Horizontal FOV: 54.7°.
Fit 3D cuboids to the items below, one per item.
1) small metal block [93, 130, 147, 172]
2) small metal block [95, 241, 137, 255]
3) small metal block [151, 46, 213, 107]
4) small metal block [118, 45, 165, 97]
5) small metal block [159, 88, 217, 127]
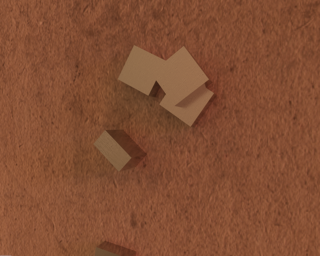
[{"bbox_3d":[-0.052,0.029,0.413,0.050,0.050,0.025,45,104,14],"label":"small metal block"},{"bbox_3d":[-0.065,0.193,0.431,0.050,0.025,0.050,11,94,19],"label":"small metal block"},{"bbox_3d":[0.026,-0.061,0.373,0.050,0.025,0.050,-37,78,15],"label":"small metal block"},{"bbox_3d":[-0.020,-0.075,0.415,0.050,0.025,0.050,30,100,17],"label":"small metal block"},{"bbox_3d":[0.036,-0.036,0.396,0.050,0.025,0.050,37,102,15],"label":"small metal block"}]
